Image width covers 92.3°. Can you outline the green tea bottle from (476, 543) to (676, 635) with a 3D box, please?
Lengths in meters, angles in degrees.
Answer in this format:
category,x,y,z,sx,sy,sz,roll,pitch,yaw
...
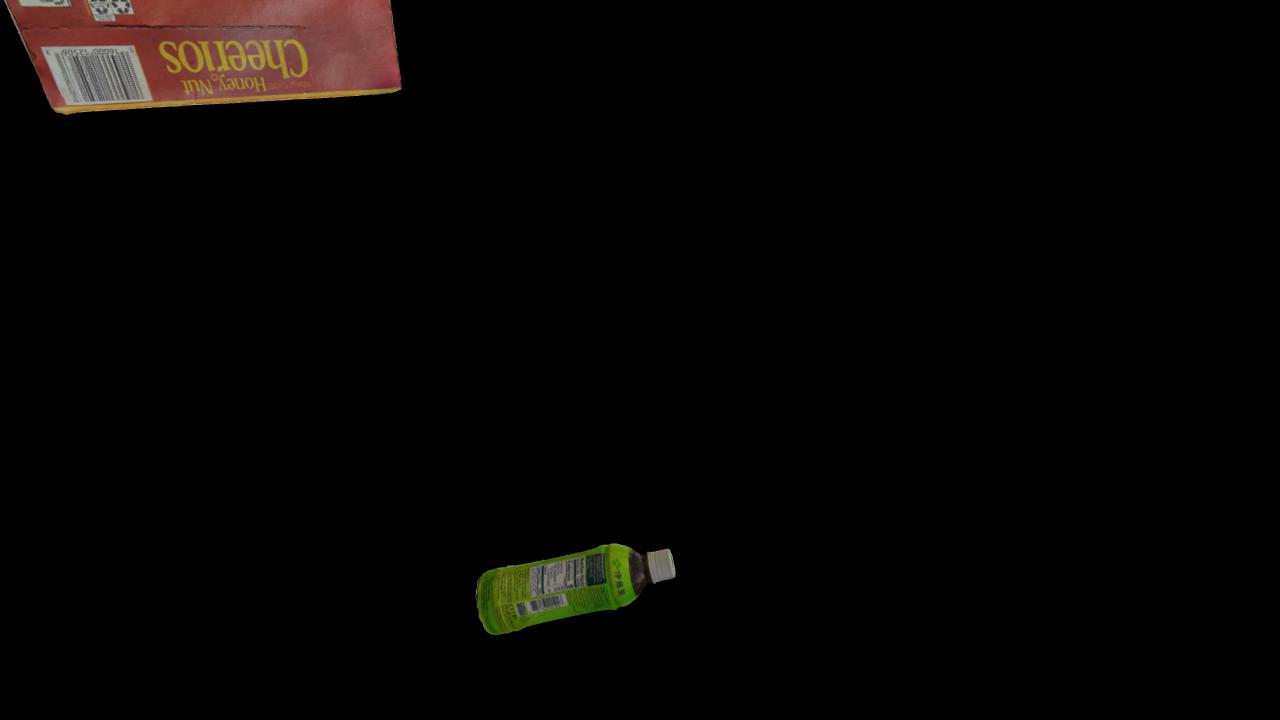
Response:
category,x,y,z,sx,sy,sz,roll,pitch,yaw
green tea bottle,-0.067,0.243,0.665,0.212,0.073,0.073,-13,-2,7

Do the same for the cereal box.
category,x,y,z,sx,sy,sz,roll,pitch,yaw
cereal box,-0.339,-0.271,0.473,0.203,0.081,0.306,-21,43,-32
